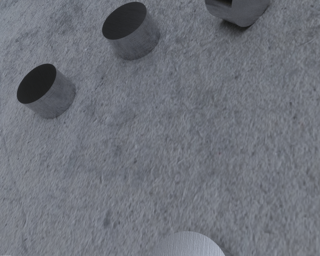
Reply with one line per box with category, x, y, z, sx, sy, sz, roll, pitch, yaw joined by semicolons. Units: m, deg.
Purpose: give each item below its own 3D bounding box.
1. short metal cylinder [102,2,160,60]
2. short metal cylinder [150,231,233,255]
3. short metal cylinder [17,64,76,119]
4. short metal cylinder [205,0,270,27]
short metal cylinder;-0.047;-0.158;0.508;0.080;0.050;0.080;-13;56;20
short metal cylinder;0.032;0.141;0.284;0.080;0.050;0.080;-13;56;20
short metal cylinder;-0.191;-0.061;0.523;0.080;0.050;0.080;-13;56;20
short metal cylinder;0.108;-0.187;0.426;0.080;0.080;0.050;-46;52;-4
